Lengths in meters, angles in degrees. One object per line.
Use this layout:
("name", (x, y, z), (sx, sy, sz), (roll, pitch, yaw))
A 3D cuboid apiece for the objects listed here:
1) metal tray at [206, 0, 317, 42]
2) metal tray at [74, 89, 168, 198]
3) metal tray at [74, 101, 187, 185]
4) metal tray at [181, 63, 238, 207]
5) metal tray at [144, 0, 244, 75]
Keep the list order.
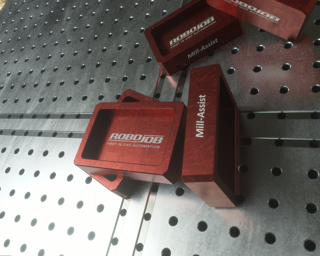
("metal tray", (0.115, -0.157, 0.372), (0.130, 0.090, 0.030), (31, 94, 15))
("metal tray", (-0.045, 0.017, 0.419), (0.090, 0.030, 0.130), (26, 76, 37))
("metal tray", (-0.033, 0.014, 0.375), (0.130, 0.030, 0.090), (2, 63, 29))
("metal tray", (0.058, 0.009, 0.331), (0.030, 0.090, 0.130), (-7, 59, 25))
("metal tray", (0.048, -0.147, 0.470), (0.130, 0.030, 0.090), (-29, 52, 10))
